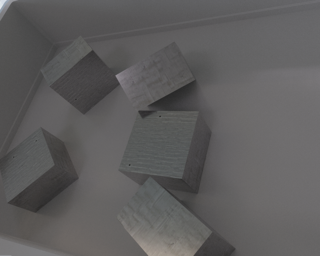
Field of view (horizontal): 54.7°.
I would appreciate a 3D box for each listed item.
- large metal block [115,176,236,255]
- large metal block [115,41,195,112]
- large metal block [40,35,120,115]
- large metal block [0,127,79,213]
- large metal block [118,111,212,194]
[{"bbox_3d":[0.017,0.102,0.299,0.050,0.080,0.080,-49,52,-6],"label":"large metal block"},{"bbox_3d":[-0.001,-0.066,0.403,0.080,0.080,0.050,-28,95,11],"label":"large metal block"},{"bbox_3d":[-0.121,-0.081,0.484,0.080,0.080,0.050,-40,51,1],"label":"large metal block"},{"bbox_3d":[-0.176,0.060,0.446,0.080,0.050,0.080,-39,51,2],"label":"large metal block"},{"bbox_3d":[0.008,0.027,0.369,0.080,0.050,0.080,3,63,29],"label":"large metal block"}]
